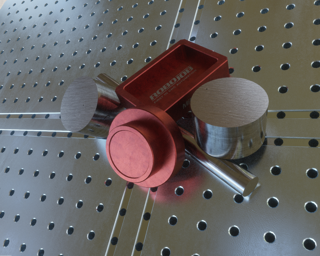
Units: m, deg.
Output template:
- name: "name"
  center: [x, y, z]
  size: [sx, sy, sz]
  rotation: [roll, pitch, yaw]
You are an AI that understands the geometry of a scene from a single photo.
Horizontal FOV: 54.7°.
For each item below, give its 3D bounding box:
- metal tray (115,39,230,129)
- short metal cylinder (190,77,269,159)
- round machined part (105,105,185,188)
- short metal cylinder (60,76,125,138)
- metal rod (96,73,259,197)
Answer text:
- name: "metal tray"
  center: [0.017, -0.061, 0.415]
  size: [0.131, 0.030, 0.090]
  rotation: [-40, 50, -17]
- name: "short metal cylinder"
  center: [0.077, -0.012, 0.344]
  size: [0.080, 0.050, 0.080]
  rotation: [-7, 45, 7]
- name: "round machined part"
  center: [-0.024, 0.025, 0.360]
  size: [0.098, 0.042, 0.097]
  rotation: [11, 110, 31]
- name: "short metal cylinder"
  center: [-0.097, -0.029, 0.446]
  size: [0.080, 0.050, 0.080]
  rotation: [-11, 72, 36]
- name: "metal rod"
  center: [0.000, -0.009, 0.414]
  size: [0.025, 0.025, 0.300]
  rotation: [-49, 51, -6]
